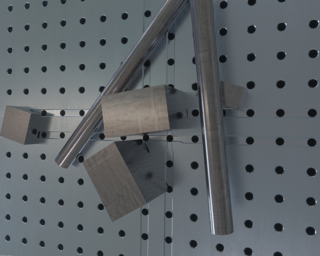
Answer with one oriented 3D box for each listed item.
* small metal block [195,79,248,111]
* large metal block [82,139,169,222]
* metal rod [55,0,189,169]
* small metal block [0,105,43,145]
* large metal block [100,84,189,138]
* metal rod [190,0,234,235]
[{"bbox_3d":[0.076,-0.041,0.373,0.050,0.050,0.025,20,97,19],"label":"small metal block"},{"bbox_3d":[-0.041,0.063,0.398,0.050,0.080,0.080,-32,80,17],"label":"large metal block"},{"bbox_3d":[-0.056,-0.063,0.432,0.025,0.025,0.299,41,103,15],"label":"metal rod"},{"bbox_3d":[-0.220,-0.005,0.490,0.050,0.025,0.050,16,95,19],"label":"small metal block"},{"bbox_3d":[-0.016,-0.018,0.389,0.080,0.080,0.050,-8,88,20],"label":"large metal block"},{"bbox_3d":[0.055,-0.037,0.339,0.025,0.025,0.298,-5,88,20],"label":"metal rod"}]
